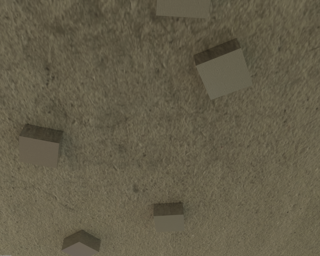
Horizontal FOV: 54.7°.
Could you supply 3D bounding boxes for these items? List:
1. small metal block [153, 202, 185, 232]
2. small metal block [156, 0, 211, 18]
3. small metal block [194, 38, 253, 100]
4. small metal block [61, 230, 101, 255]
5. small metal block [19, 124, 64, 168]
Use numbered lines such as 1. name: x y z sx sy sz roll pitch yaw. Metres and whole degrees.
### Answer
1. small metal block: 0.016 0.156 0.541 0.050 0.025 0.050 -4 130 3
2. small metal block: 0.023 -0.134 0.293 0.050 0.025 0.050 2 130 -3
3. small metal block: 0.072 -0.066 0.352 0.050 0.025 0.050 -20 128 15
4. small metal block: -0.152 0.227 0.598 0.050 0.025 0.050 -32 124 23
5. small metal block: -0.163 0.025 0.426 0.050 0.025 0.050 12 129 -11
